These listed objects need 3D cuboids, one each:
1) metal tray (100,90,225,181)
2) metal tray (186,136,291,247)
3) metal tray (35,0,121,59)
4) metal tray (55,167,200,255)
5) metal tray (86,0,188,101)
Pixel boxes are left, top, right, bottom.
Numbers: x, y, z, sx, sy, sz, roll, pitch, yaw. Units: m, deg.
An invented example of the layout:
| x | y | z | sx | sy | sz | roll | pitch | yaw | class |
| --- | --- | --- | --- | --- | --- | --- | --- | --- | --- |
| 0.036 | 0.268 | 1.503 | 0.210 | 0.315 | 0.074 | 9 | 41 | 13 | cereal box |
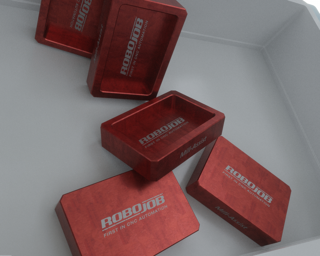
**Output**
| x | y | z | sx | sy | sz | roll | pitch | yaw | class |
| --- | --- | --- | --- | --- | --- | --- | --- | --- | --- |
| 0.006 | 0.002 | 0.378 | 0.090 | 0.030 | 0.131 | 30 | 43 | 32 | metal tray |
| 0.108 | 0.082 | 0.413 | 0.130 | 0.030 | 0.090 | 37 | 51 | -4 | metal tray |
| -0.094 | -0.149 | 0.377 | 0.091 | 0.129 | 0.030 | 14 | 50 | -21 | metal tray |
| -0.031 | 0.095 | 0.329 | 0.131 | 0.030 | 0.090 | -16 | 70 | -35 | metal tray |
| -0.032 | -0.096 | 0.380 | 0.091 | 0.129 | 0.030 | 1 | 39 | -28 | metal tray |
